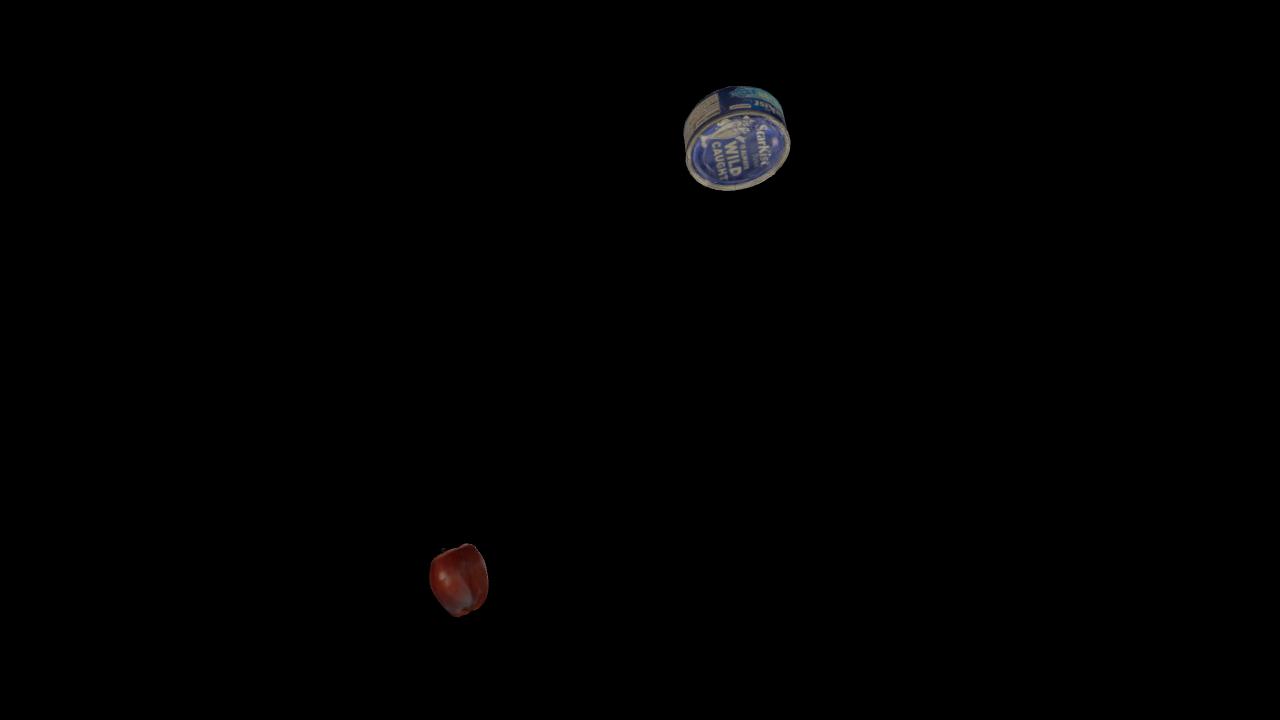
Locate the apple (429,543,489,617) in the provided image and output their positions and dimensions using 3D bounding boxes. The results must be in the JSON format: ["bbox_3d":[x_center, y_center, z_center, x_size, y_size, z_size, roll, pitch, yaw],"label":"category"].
[{"bbox_3d":[-0.245,0.296,0.831,0.079,0.093,0.079,-26,-17,-8],"label":"apple"}]

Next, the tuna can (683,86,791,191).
[{"bbox_3d":[0.078,-0.179,0.501,0.084,0.034,0.084,-3,-26,-1],"label":"tuna can"}]
